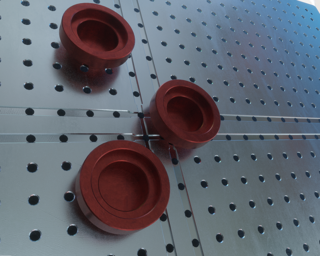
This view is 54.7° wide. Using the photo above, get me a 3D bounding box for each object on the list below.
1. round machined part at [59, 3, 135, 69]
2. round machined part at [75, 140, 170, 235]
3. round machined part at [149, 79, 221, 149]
[{"bbox_3d":[-0.087,-0.120,0.424,0.099,0.042,0.098,14,56,-21],"label":"round machined part"},{"bbox_3d":[-0.042,0.065,0.336,0.099,0.042,0.098,14,56,-21],"label":"round machined part"},{"bbox_3d":[0.030,-0.015,0.424,0.099,0.042,0.098,14,56,-21],"label":"round machined part"}]
